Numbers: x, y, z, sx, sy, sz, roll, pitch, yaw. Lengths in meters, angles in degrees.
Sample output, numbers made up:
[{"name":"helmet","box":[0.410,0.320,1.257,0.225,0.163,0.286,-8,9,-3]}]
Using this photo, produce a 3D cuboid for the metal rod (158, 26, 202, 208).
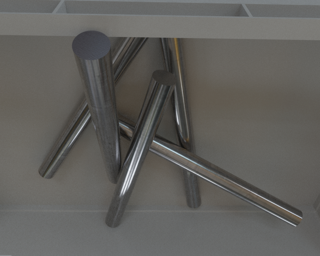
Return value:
[{"name":"metal rod","box":[0.033,0.011,0.418,0.025,0.025,0.298,-7,130,5]}]

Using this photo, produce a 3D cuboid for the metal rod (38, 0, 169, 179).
[{"name":"metal rod","box":[-0.085,-0.029,0.382,0.025,0.025,0.298,27,125,-22]}]

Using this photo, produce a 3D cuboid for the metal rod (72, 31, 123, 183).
[{"name":"metal rod","box":[-0.056,0.009,0.339,0.025,0.025,0.299,3,154,-3]}]

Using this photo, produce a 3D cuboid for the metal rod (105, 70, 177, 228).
[{"name":"metal rod","box":[-0.036,0.051,0.406,0.025,0.025,0.298,12,134,-11]}]

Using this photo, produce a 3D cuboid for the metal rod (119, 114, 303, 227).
[{"name":"metal rod","box":[0.058,0.055,0.414,0.301,0.025,0.025,28,125,-7]}]
